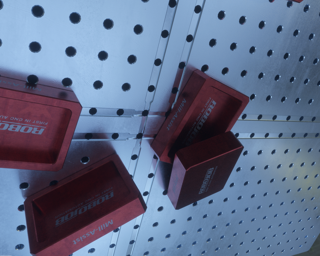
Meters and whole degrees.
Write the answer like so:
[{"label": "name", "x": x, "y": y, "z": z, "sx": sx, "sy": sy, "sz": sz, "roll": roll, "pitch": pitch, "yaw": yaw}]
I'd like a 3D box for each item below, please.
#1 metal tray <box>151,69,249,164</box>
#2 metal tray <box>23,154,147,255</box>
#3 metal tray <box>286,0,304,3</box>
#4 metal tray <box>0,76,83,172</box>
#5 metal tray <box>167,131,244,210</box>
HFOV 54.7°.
[{"label": "metal tray", "x": 0.057, "y": -0.006, "z": 0.436, "sx": 0.091, "sy": 0.030, "sz": 0.129, "roll": 19, "pitch": 108, "yaw": -36}, {"label": "metal tray", "x": -0.093, "y": 0.094, "z": 0.377, "sx": 0.131, "sy": 0.090, "sz": 0.030, "roll": -27, "pitch": 128, "yaw": -12}, {"label": "metal tray", "x": 0.130, "y": -0.205, "z": 0.354, "sx": 0.131, "sy": 0.030, "sz": 0.089, "roll": 2, "pitch": 118, "yaw": -30}, {"label": "metal tray", "x": -0.158, "y": -0.004, "z": 0.319, "sx": 0.131, "sy": 0.030, "sz": 0.089, "roll": 10, "pitch": 113, "yaw": -33}, {"label": "metal tray", "x": 0.062, "y": 0.066, "z": 0.457, "sx": 0.091, "sy": 0.030, "sz": 0.129, "roll": -19, "pitch": 146, "yaw": -19}]
